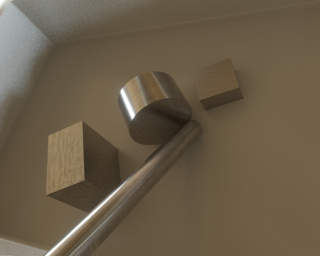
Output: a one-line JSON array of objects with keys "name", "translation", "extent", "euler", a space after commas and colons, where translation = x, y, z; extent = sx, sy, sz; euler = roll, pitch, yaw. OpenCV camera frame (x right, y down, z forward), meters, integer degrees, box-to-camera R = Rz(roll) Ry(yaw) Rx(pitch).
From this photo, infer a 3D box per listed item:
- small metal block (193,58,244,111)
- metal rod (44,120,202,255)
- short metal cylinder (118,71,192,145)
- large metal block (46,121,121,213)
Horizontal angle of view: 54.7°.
[{"name": "small metal block", "translation": [0.075, -0.056, 0.400], "extent": [0.050, 0.025, 0.050], "euler": [-18, 55, 17]}, {"name": "metal rod", "translation": [-0.035, 0.066, 0.274], "extent": [0.025, 0.025, 0.302], "euler": [8, 30, 31]}, {"name": "short metal cylinder", "translation": [-0.007, -0.024, 0.387], "extent": [0.080, 0.080, 0.050], "euler": [-32, 52, 7]}, {"name": "large metal block", "translation": [-0.092, 0.051, 0.386], "extent": [0.050, 0.080, 0.080], "euler": [-23, 54, 14]}]
